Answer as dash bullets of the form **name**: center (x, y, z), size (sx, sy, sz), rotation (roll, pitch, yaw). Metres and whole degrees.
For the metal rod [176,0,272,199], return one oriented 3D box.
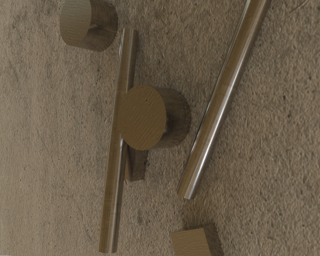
- **metal rod**: center (0.077, -0.056, 0.341), size (0.025, 0.025, 0.298), rotation (29, 108, 36)

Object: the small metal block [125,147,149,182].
- **small metal block**: center (-0.045, 0.043, 0.442), size (0.050, 0.025, 0.050), rotation (16, 100, 39)

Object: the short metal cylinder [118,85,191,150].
- **short metal cylinder**: center (-0.007, -0.013, 0.395), size (0.080, 0.050, 0.079), rotation (0, 90, 40)

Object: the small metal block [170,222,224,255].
- **small metal block**: center (0.045, 0.144, 0.368), size (0.050, 0.025, 0.050), rotation (-25, 75, 37)

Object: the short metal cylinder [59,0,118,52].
- **short metal cylinder**: center (-0.111, -0.163, 0.480), size (0.080, 0.050, 0.079), rotation (0, 90, 40)

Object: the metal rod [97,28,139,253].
- **metal rod**: center (-0.055, 0.011, 0.419), size (0.025, 0.025, 0.298), rotation (-2, 79, 40)
